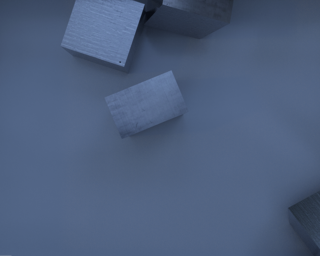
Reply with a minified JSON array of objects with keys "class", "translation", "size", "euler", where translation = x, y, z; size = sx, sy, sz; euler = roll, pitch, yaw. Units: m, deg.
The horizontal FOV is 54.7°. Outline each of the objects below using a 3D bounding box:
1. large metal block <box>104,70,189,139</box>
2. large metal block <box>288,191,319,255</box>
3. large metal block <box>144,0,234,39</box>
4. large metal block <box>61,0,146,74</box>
[{"class":"large metal block","translation":[-0.015,-0.026,0.384],"size":[0.080,0.080,0.050],"euler":[-22,90,0]},{"class":"large metal block","translation":[0.218,0.122,0.380],"size":[0.080,0.050,0.080],"euler":[-29,46,0]},{"class":"large metal block","translation":[0.033,-0.150,0.374],"size":[0.081,0.080,0.050],"euler":[9,90,-17]},{"class":"large metal block","translation":[-0.069,-0.124,0.398],"size":[0.080,0.050,0.080],"euler":[18,90,0]}]
